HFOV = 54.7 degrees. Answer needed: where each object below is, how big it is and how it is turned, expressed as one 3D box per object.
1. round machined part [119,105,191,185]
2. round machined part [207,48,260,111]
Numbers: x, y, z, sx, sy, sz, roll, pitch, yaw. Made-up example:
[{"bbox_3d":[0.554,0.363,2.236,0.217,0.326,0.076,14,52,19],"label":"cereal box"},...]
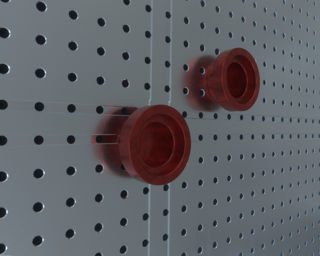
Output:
[{"bbox_3d":[-0.010,0.020,0.390,0.099,0.042,0.097,0,90,-40],"label":"round machined part"},{"bbox_3d":[0.113,-0.075,0.492,0.099,0.042,0.097,0,90,-40],"label":"round machined part"}]
